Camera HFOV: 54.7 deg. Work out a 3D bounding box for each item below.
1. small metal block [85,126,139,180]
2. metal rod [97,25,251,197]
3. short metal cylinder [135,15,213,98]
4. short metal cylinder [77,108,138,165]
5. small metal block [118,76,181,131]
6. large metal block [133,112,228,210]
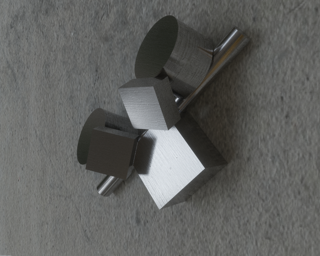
[{"bbox_3d":[-0.057,0.029,0.370,0.050,0.025,0.050,14,101,6],"label":"small metal block"},{"bbox_3d":[0.002,-0.004,0.403,0.299,0.025,0.025,-48,62,28],"label":"metal rod"},{"bbox_3d":[0.014,-0.081,0.358,0.080,0.050,0.080,-32,47,43],"label":"short metal cylinder"},{"bbox_3d":[-0.074,0.018,0.431,0.080,0.050,0.080,-32,47,43],"label":"short metal cylinder"},{"bbox_3d":[-0.011,-0.026,0.332,0.050,0.025,0.050,3,123,39],"label":"small metal block"},{"bbox_3d":[0.018,0.037,0.371,0.080,0.050,0.080,-49,62,29],"label":"large metal block"}]
